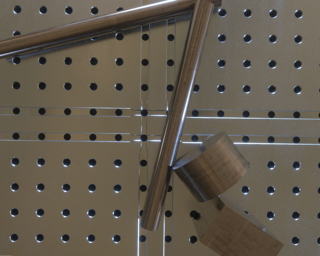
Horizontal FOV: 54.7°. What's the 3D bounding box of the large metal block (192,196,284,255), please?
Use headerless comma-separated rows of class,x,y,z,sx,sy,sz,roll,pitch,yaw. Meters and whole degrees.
large metal block,0.092,0.129,0.386,0.080,0.080,0.050,34,90,0

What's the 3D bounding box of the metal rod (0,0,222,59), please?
metal rod,-0.068,-0.139,0.412,0.302,0.025,0.025,-14,90,0

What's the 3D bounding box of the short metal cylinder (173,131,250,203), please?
short metal cylinder,0.063,0.048,0.386,0.080,0.080,0.050,-36,90,0

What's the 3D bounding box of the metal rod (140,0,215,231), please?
metal rod,0.021,-0.013,0.403,0.025,0.025,0.298,14,94,0
